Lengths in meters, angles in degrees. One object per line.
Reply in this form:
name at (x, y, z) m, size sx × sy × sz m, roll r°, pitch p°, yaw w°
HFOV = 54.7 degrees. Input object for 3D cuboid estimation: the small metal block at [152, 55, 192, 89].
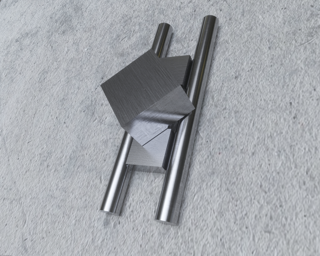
small metal block at (0.018, -0.074, 0.438) m, size 0.050 × 0.025 × 0.050 m, roll 1°, pitch 62°, yaw 28°

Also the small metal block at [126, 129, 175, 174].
small metal block at (-0.009, 0.029, 0.390) m, size 0.050 × 0.025 × 0.050 m, roll 1°, pitch 62°, yaw 28°

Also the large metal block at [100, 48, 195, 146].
large metal block at (-0.016, -0.039, 0.386) m, size 0.080 × 0.050 × 0.080 m, roll -35°, pitch 52°, yaw 4°

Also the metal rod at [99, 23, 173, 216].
metal rod at (-0.026, -0.029, 0.436) m, size 0.025 × 0.025 × 0.300 m, roll 1°, pitch 62°, yaw 28°

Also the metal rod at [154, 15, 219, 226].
metal rod at (0.041, -0.028, 0.401) m, size 0.025 × 0.025 × 0.300 m, roll 1°, pitch 62°, yaw 28°
